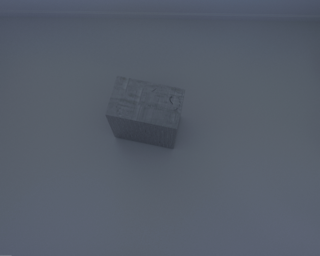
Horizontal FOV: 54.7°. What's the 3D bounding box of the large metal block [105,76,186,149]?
[{"bbox_3d":[-0.016,-0.016,0.384,0.080,0.080,0.050,12,71,4],"label":"large metal block"}]
